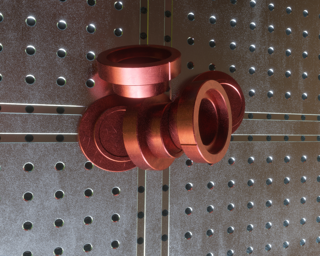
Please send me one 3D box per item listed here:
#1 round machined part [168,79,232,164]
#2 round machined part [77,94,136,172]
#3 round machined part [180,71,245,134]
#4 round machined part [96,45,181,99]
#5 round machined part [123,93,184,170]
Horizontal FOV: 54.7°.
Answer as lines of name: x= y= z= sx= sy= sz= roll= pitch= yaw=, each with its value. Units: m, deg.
round machined part: x=0.046 y=-0.007 z=0.371 sx=0.099 sy=0.042 sz=0.097 roll=2 pitch=87 yaw=-53
round machined part: x=-0.051 y=0.006 z=0.386 sx=0.099 sy=0.042 sz=0.097 roll=0 pitch=90 yaw=-21
round machined part: x=0.079 y=-0.032 z=0.434 sx=0.099 sy=0.042 sz=0.097 roll=0 pitch=90 yaw=-21
round machined part: x=-0.024 y=-0.067 z=0.371 sx=0.099 sy=0.098 sz=0.042 roll=-13 pitch=120 yaw=-20
round machined part: x=0.002 y=0.003 z=0.380 sx=0.099 sy=0.042 sz=0.097 roll=8 pitch=80 yaw=-57
